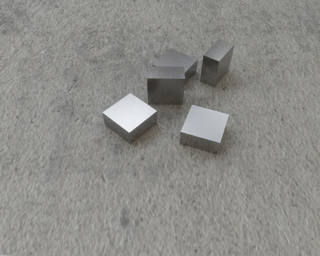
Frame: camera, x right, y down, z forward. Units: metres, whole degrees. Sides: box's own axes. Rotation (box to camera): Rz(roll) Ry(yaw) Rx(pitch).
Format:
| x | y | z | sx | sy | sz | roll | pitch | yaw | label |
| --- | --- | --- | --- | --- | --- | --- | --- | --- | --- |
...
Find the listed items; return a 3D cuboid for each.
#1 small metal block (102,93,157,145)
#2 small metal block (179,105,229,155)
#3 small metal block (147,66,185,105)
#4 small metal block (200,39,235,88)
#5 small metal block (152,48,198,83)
| x | y | z | sx | sy | sz | roll | pitch | yaw | label |
| --- | --- | --- | --- | --- | --- | --- | --- | --- | --- |
| -0.039 | -0.013 | 0.414 | 0.050 | 0.025 | 0.050 | 35 | 58 | 25 | small metal block |
| 0.058 | 0.001 | 0.403 | 0.050 | 0.025 | 0.050 | 16 | 52 | 12 | small metal block |
| 0.008 | -0.059 | 0.437 | 0.050 | 0.050 | 0.025 | 1 | 50 | 0 | small metal block |
| 0.087 | -0.099 | 0.471 | 0.025 | 0.050 | 0.050 | 28 | 55 | 21 | small metal block |
| 0.024 | -0.093 | 0.482 | 0.050 | 0.025 | 0.050 | 28 | 55 | 21 | small metal block |
